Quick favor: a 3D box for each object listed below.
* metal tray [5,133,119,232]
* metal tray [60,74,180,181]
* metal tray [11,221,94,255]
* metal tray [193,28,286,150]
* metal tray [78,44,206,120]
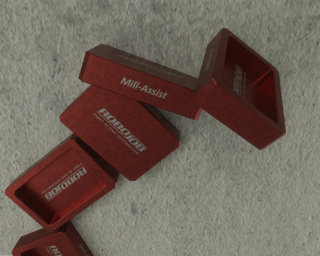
[{"bbox_3d":[-0.135,0.077,0.433,0.130,0.030,0.090,-37,107,12],"label":"metal tray"},{"bbox_3d":[-0.049,-0.002,0.400,0.090,0.030,0.130,-40,108,17],"label":"metal tray"},{"bbox_3d":[-0.154,0.214,0.483,0.090,0.030,0.129,-23,109,7],"label":"metal tray"},{"bbox_3d":[0.089,-0.048,0.336,0.090,0.130,0.030,34,130,-12],"label":"metal tray"},{"bbox_3d":[-0.016,-0.056,0.354,0.131,0.090,0.030,19,109,-7],"label":"metal tray"}]
